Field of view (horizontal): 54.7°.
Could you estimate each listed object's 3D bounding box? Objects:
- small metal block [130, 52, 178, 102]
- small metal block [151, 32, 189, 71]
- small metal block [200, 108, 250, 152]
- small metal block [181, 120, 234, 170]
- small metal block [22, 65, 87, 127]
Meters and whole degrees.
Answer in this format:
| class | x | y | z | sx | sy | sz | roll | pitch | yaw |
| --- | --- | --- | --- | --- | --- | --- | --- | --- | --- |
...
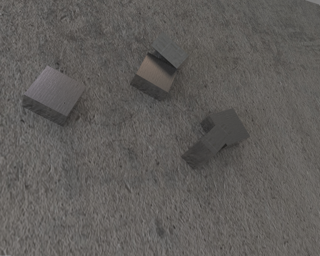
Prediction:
| class | x | y | z | sx | sy | sz | roll | pitch | yaw |
| --- | --- | --- | --- | --- | --- | --- | --- | --- | --- |
| small metal block | -0.008 | -0.073 | 0.444 | 0.050 | 0.025 | 0.050 | 30 | 52 | -10 |
| small metal block | 0.016 | -0.112 | 0.463 | 0.050 | 0.025 | 0.050 | 42 | 7 | 1 |
| small metal block | 0.095 | 0.003 | 0.453 | 0.050 | 0.025 | 0.050 | -16 | 70 | -34 |
| small metal block | 0.062 | 0.023 | 0.407 | 0.025 | 0.050 | 0.050 | 47 | 51 | 4 |
| small metal block | -0.122 | -0.037 | 0.360 | 0.050 | 0.025 | 0.050 | 29 | 52 | -10 |
